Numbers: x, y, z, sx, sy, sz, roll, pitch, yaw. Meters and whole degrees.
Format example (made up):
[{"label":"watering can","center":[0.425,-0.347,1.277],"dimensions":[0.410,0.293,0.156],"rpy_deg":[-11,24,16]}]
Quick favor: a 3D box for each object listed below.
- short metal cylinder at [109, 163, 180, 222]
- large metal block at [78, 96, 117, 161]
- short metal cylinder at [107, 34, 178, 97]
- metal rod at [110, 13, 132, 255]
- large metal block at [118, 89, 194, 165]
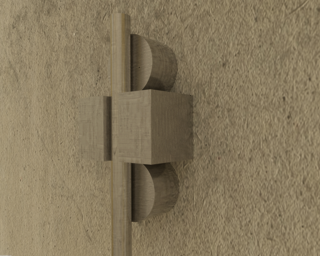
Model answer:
[{"label":"short metal cylinder","center":[-0.021,0.078,0.408],"dimensions":[0.080,0.050,0.080],"rpy_deg":[0,89,40]},{"label":"large metal block","center":[-0.062,0.001,0.421],"dimensions":[0.050,0.081,0.080],"rpy_deg":[-1,89,40]},{"label":"short metal cylinder","center":[-0.024,-0.078,0.409],"dimensions":[0.080,0.050,0.080],"rpy_deg":[0,89,40]},{"label":"metal rod","center":[-0.048,0.012,0.380],"dimensions":[0.025,0.025,0.298],"rpy_deg":[-1,89,40]},{"label":"large metal block","center":[-0.003,-0.001,0.373],"dimensions":[0.050,0.081,0.080],"rpy_deg":[-1,89,40]}]
